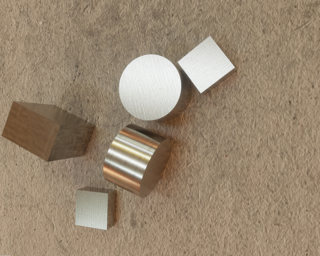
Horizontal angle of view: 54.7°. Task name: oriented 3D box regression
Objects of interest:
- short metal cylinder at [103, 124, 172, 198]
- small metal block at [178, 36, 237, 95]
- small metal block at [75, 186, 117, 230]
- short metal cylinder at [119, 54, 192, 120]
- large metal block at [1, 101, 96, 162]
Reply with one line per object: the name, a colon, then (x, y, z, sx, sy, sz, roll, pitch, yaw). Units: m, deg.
short metal cylinder: (-0.026, 0.040, 0.388, 0.050, 0.080, 0.080, 23, 98, 18)
small metal block: (0.059, -0.077, 0.388, 0.050, 0.025, 0.050, -37, 78, 16)
small metal block: (-0.091, 0.113, 0.440, 0.050, 0.025, 0.050, 2, 91, 19)
short metal cylinder: (-0.005, -0.049, 0.397, 0.080, 0.050, 0.079, 0, 90, 19)
large metal block: (-0.152, 0.003, 0.432, 0.080, 0.080, 0.050, 25, 98, 18)
